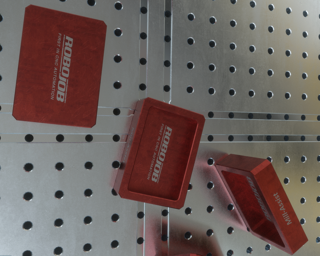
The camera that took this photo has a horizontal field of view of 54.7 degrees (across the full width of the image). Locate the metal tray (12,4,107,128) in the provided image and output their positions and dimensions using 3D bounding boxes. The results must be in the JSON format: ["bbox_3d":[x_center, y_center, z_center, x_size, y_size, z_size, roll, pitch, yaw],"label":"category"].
[{"bbox_3d":[-0.117,-0.068,0.367,0.091,0.030,0.129,7,88,-20],"label":"metal tray"}]

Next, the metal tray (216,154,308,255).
[{"bbox_3d":[0.138,0.102,0.431,0.030,0.090,0.130,-32,101,-17],"label":"metal tray"}]

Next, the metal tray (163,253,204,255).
[{"bbox_3d":[0.071,0.196,0.403,0.131,0.090,0.030,23,58,-19],"label":"metal tray"}]

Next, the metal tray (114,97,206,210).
[{"bbox_3d":[0.001,0.034,0.411,0.091,0.030,0.129,17,84,-20],"label":"metal tray"}]
